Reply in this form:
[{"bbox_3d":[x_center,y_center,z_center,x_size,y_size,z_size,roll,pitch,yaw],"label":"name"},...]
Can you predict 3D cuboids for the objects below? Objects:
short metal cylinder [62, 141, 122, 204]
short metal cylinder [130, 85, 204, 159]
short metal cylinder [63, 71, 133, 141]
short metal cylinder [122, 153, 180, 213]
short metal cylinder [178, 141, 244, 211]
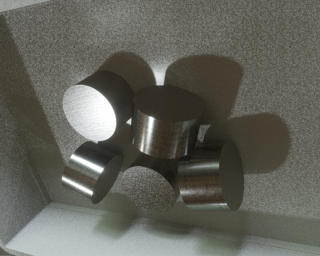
[{"bbox_3d":[-0.099,0.066,0.461,0.050,0.080,0.079,24,127,13],"label":"short metal cylinder"},{"bbox_3d":[0.007,-0.009,0.362,0.080,0.080,0.050,20,126,16],"label":"short metal cylinder"},{"bbox_3d":[-0.080,-0.030,0.412,0.080,0.050,0.079,13,124,20],"label":"short metal cylinder"},{"bbox_3d":[-0.006,0.073,0.437,0.080,0.050,0.079,13,124,20],"label":"short metal cylinder"},{"bbox_3d":[0.063,0.059,0.373,0.050,0.080,0.080,-9,114,32],"label":"short metal cylinder"}]
